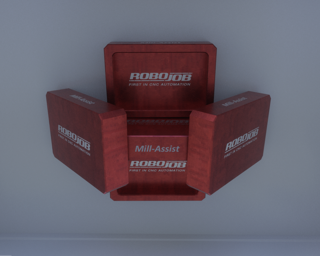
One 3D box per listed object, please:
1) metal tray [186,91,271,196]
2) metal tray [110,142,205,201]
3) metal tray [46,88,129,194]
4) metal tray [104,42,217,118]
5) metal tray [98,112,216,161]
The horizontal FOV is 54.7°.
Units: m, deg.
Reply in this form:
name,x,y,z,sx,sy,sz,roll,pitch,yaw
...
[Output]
name,x,y,z,sx,sy,sz,roll,pitch,yaw
metal tray,0.084,0.012,0.365,0.030,0.131,0.089,18,116,39
metal tray,-0.003,0.054,0.425,0.131,0.030,0.089,0,110,-1
metal tray,-0.088,0.010,0.363,0.030,0.130,0.089,-17,116,-39
metal tray,0.001,-0.060,0.384,0.131,0.030,0.089,0,111,-1
metal tray,-0.004,0.007,0.377,0.131,0.090,0.030,0,110,-1
